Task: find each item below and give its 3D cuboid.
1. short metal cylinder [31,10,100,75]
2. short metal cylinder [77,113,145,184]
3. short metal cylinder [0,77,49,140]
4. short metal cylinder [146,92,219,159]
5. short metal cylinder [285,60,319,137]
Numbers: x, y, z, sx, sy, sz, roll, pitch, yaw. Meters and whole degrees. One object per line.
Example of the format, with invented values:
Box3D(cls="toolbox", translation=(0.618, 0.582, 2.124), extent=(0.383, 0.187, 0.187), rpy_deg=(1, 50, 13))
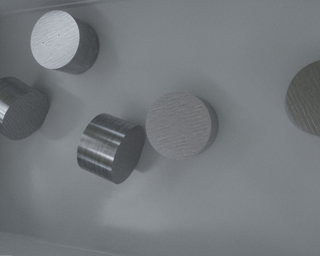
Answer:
Box3D(cls="short metal cylinder", translation=(-0.135, -0.120, 0.445), extent=(0.080, 0.050, 0.080), rpy_deg=(0, 90, 20))
Box3D(cls="short metal cylinder", translation=(-0.062, 0.026, 0.403), extent=(0.050, 0.080, 0.080), rpy_deg=(20, 97, 19))
Box3D(cls="short metal cylinder", translation=(-0.214, -0.029, 0.457), extent=(0.050, 0.080, 0.080), rpy_deg=(30, 100, 17))
Box3D(cls="short metal cylinder", translation=(0.029, -0.003, 0.387), extent=(0.080, 0.050, 0.080), rpy_deg=(0, 90, 20))
Box3D(cls="short metal cylinder", translation=(0.179, -0.030, 0.334), extent=(0.080, 0.050, 0.080), rpy_deg=(0, 90, 20))
